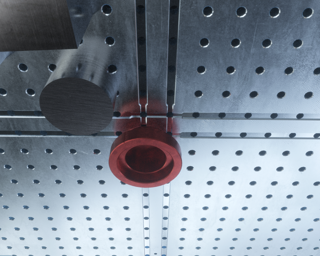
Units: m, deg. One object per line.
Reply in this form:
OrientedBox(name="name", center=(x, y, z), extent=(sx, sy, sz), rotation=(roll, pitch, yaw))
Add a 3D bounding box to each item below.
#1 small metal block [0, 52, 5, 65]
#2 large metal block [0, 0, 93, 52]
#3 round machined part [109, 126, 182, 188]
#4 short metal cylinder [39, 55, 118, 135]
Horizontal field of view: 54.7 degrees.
OrientedBox(name="small metal block", center=(-0.187, -0.084, 0.322), extent=(0.025, 0.050, 0.050), rotation=(9, 130, -8))
OrientedBox(name="large metal block", center=(-0.112, -0.111, 0.280), extent=(0.080, 0.080, 0.050), rotation=(-2, 130, 1))
OrientedBox(name="round machined part", center=(-0.019, 0.036, 0.431), extent=(0.099, 0.042, 0.097), rotation=(0, 130, 0))
OrientedBox(name="short metal cylinder", center=(-0.092, -0.038, 0.362), extent=(0.081, 0.050, 0.079), rotation=(0, 130, 0))
